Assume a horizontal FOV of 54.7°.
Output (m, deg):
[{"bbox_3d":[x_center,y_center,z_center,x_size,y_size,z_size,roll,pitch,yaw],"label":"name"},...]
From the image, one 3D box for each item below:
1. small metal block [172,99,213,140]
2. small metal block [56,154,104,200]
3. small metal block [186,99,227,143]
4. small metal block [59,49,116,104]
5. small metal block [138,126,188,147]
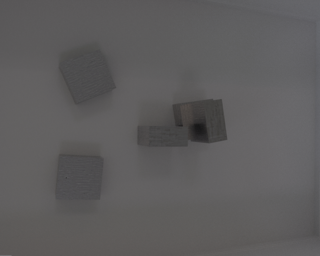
[{"bbox_3d":[0.049,-0.012,0.428,0.050,0.025,0.050,-9,93,-20],"label":"small metal block"},{"bbox_3d":[-0.098,0.059,0.375,0.050,0.025,0.050,5,88,-20],"label":"small metal block"},{"bbox_3d":[0.058,-0.008,0.392,0.025,0.050,0.050,-9,93,-20],"label":"small metal block"},{"bbox_3d":[-0.088,-0.062,0.378,0.050,0.025,0.050,-25,98,-18],"label":"small metal block"},{"bbox_3d":[0.002,0.010,0.398,0.050,0.050,0.025,1,90,-20],"label":"small metal block"}]
